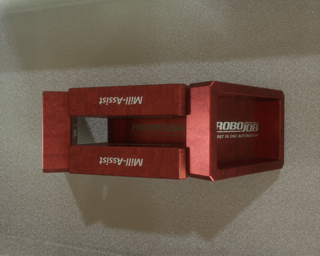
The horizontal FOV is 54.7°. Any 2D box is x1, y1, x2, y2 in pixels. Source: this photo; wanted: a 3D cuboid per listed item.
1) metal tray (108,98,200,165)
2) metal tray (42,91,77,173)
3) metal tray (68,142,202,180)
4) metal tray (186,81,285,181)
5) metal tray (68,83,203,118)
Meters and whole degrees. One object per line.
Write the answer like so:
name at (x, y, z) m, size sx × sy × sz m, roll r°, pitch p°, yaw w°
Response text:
metal tray at (-0.004, 0.003, 0.408) m, size 0.130 × 0.030 × 0.089 m, roll 0°, pitch 90°, yaw 19°
metal tray at (-0.125, 0.003, 0.399) m, size 0.030 × 0.130 × 0.089 m, roll 0°, pitch 91°, yaw -12°
metal tray at (-0.024, 0.033, 0.351) m, size 0.130 × 0.090 × 0.030 m, roll 0°, pitch 90°, yaw 19°
metal tray at (0.084, 0.002, 0.325) m, size 0.030 × 0.131 × 0.089 m, roll 1°, pitch 91°, yaw 49°
metal tray at (-0.024, -0.027, 0.350) m, size 0.130 × 0.090 × 0.030 m, roll 0°, pitch 90°, yaw 20°
